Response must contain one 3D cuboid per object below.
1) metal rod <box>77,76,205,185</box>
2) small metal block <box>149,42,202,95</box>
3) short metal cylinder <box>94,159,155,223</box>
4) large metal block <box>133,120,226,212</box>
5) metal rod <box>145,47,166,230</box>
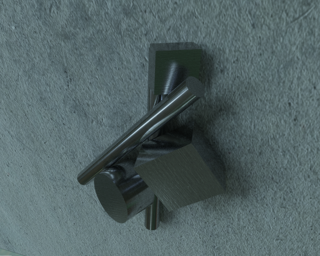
[{"bbox_3d":[-0.047,0.022,0.424,0.025,0.025,0.299,47,136,-5],"label":"metal rod"},{"bbox_3d":[0.016,-0.066,0.343,0.050,0.025,0.050,-6,123,-14],"label":"small metal block"},{"bbox_3d":[-0.054,0.093,0.462,0.080,0.050,0.079,27,129,39],"label":"short metal cylinder"},{"bbox_3d":[0.027,0.049,0.389,0.080,0.050,0.080,-26,114,24],"label":"large metal block"},{"bbox_3d":[-0.007,0.035,0.433,0.025,0.025,0.298,16,125,19],"label":"metal rod"}]
